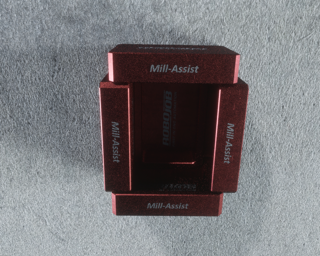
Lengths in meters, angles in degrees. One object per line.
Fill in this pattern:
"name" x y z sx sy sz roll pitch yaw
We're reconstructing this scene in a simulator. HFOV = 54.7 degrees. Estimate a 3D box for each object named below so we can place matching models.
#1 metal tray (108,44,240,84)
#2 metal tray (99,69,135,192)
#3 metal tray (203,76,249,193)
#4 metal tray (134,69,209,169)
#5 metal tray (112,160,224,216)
"metal tray" 0.014 -0.074 0.349 0.131 0.090 0.030 1 110 -1
"metal tray" -0.048 0.000 0.375 0.030 0.090 0.129 1 110 -1
"metal tray" 0.075 0.001 0.377 0.030 0.090 0.129 1 110 -1
"metal tray" 0.013 -0.010 0.405 0.091 0.030 0.129 1 110 -1
"metal tray" 0.009 0.075 0.404 0.131 0.090 0.030 1 110 -1
